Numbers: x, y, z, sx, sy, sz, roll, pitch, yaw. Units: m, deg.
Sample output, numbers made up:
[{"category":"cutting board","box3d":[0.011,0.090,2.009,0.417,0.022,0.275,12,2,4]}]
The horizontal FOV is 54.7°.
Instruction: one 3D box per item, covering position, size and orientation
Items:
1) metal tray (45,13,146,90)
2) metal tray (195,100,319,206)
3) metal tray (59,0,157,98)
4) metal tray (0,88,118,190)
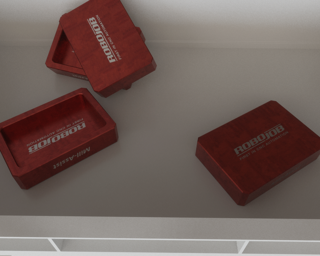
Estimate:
[{"category":"metal tray","box3d":[-0.097,-0.117,0.471,0.131,0.030,0.090,15,83,11]},{"category":"metal tray","box3d":[0.121,0.025,0.381,0.131,0.030,0.090,-25,55,-20]},{"category":"metal tray","box3d":[-0.074,-0.120,0.437,0.090,0.030,0.130,-29,77,3]},{"category":"metal tray","box3d":[-0.131,0.008,0.394,0.131,0.030,0.090,-29,56,-22]}]
